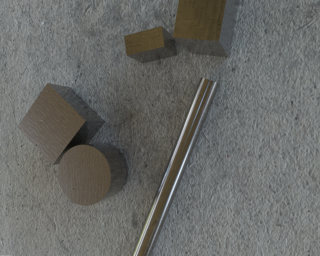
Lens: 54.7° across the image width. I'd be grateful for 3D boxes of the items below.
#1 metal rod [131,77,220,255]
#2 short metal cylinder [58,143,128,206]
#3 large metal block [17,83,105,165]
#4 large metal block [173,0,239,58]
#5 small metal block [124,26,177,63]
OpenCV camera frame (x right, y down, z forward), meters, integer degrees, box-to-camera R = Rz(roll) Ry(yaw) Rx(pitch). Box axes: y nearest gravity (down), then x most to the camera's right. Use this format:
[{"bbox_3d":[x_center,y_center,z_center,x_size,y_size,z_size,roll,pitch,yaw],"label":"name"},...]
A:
[{"bbox_3d":[0.010,0.079,0.405,0.025,0.025,0.298,23,98,18],"label":"metal rod"},{"bbox_3d":[-0.091,0.061,0.428,0.080,0.050,0.080,0,90,20],"label":"short metal cylinder"},{"bbox_3d":[-0.141,-0.006,0.446,0.080,0.050,0.080,43,103,15],"label":"large metal block"},{"bbox_3d":[0.057,-0.132,0.360,0.050,0.080,0.079,11,94,19],"label":"large metal block"},{"bbox_3d":[-0.011,-0.106,0.400,0.050,0.050,0.025,-9,87,20],"label":"small metal block"}]
